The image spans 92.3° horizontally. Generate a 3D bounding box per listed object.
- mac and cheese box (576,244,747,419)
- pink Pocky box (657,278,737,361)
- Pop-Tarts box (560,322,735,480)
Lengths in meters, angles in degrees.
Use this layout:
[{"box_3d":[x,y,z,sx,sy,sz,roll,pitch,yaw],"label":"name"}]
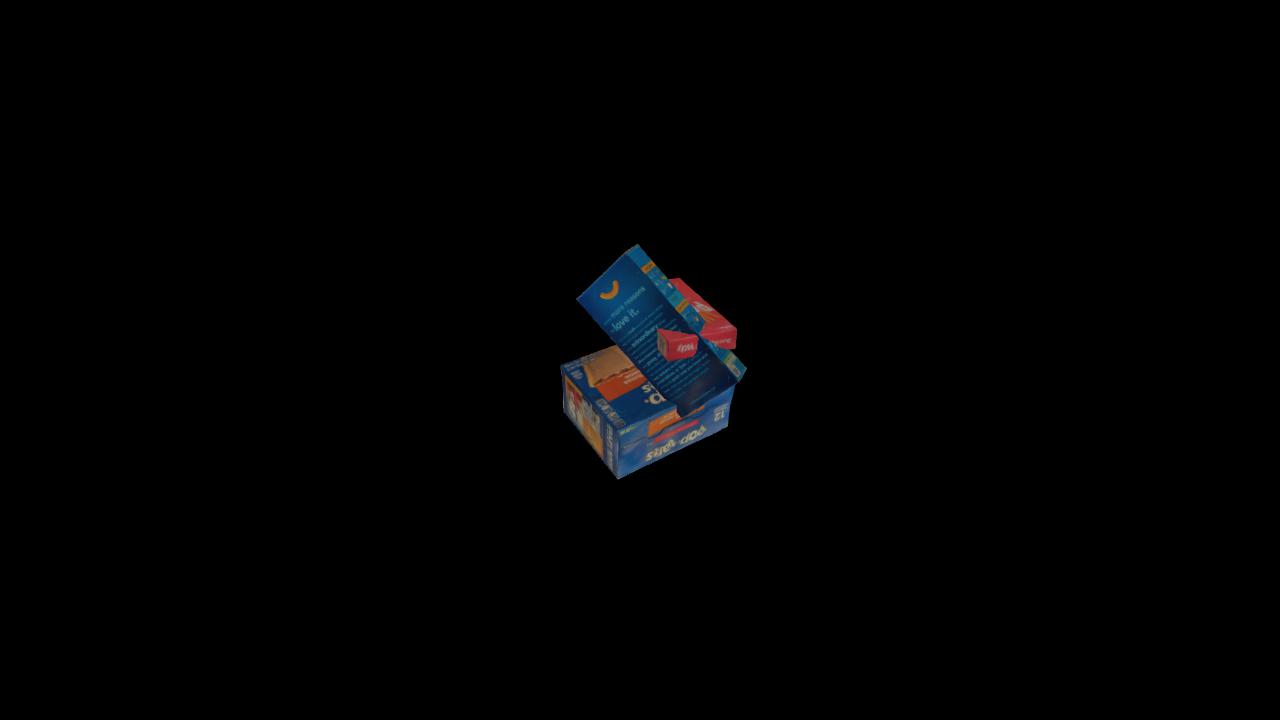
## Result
[{"box_3d":[0.023,-0.029,0.687,0.093,0.184,0.041,-38,5,37],"label":"mac and cheese box"},{"box_3d":[0.040,-0.052,0.719,0.084,0.029,0.155,-11,33,-18],"label":"pink Pocky box"},{"box_3d":[0.007,0.045,0.768,0.167,0.083,0.141,-21,43,-25],"label":"Pop-Tarts box"}]
